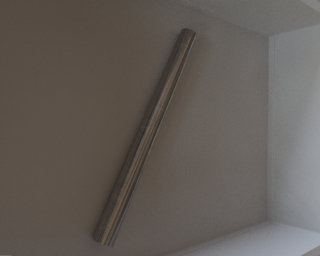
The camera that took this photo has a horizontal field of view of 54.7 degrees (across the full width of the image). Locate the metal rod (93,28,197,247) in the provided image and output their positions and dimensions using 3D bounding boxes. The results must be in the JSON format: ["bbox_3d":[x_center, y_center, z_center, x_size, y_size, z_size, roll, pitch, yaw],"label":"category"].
[{"bbox_3d":[-0.012,-0.001,0.398,0.025,0.025,0.299,35,69,-35],"label":"metal rod"}]
